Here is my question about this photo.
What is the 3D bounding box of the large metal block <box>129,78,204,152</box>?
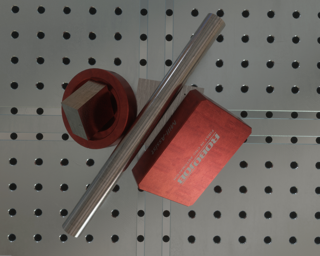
[{"bbox_3d":[0.008,-0.015,0.401,0.081,0.050,0.080,9,90,-1],"label":"large metal block"}]

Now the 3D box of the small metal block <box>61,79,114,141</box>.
[{"bbox_3d":[-0.085,-0.022,0.372,0.025,0.050,0.050,22,51,25],"label":"small metal block"}]

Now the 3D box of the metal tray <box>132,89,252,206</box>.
[{"bbox_3d":[0.038,0.029,0.378,0.090,0.030,0.129,28,105,-32],"label":"metal tray"}]

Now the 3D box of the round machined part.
[{"bbox_3d":[-0.072,-0.024,0.391,0.098,0.042,0.097,1,93,25],"label":"round machined part"}]

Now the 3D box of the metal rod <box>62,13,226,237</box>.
[{"bbox_3d":[-0.018,-0.004,0.363,0.025,0.025,0.299,35,90,-1],"label":"metal rod"}]
